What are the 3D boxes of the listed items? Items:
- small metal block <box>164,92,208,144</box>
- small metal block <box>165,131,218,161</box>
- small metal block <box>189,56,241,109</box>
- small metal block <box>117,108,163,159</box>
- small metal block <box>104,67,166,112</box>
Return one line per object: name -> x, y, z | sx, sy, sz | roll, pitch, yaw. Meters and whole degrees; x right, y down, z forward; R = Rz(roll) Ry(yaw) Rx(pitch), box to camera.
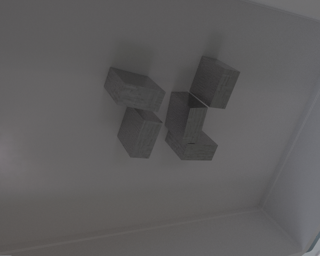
small metal block -> 0.032, -0.014, 0.401 | 0.025, 0.050, 0.050 | -3, 120, -27
small metal block -> 0.043, 0.021, 0.428 | 0.050, 0.050, 0.025 | 4, 116, -31
small metal block -> 0.068, -0.058, 0.393 | 0.025, 0.050, 0.050 | 4, 116, -31
small metal block -> -0.026, 0.002, 0.379 | 0.025, 0.050, 0.050 | 7, 115, -32
small metal block -> -0.029, -0.043, 0.349 | 0.050, 0.050, 0.025 | 9, 114, -32
